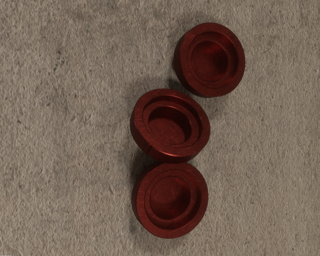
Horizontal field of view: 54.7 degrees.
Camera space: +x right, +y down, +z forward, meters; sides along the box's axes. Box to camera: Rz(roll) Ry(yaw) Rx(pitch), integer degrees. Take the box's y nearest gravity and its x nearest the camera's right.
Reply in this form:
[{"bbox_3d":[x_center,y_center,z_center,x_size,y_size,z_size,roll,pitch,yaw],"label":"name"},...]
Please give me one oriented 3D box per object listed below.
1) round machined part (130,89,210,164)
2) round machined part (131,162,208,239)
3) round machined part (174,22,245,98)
[{"bbox_3d":[0.010,0.001,0.389,0.099,0.042,0.098,10,55,-15],"label":"round machined part"},{"bbox_3d":[0.010,0.089,0.405,0.099,0.042,0.097,0,90,-21],"label":"round machined part"},{"bbox_3d":[0.064,-0.090,0.425,0.099,0.042,0.097,0,90,-21],"label":"round machined part"}]
